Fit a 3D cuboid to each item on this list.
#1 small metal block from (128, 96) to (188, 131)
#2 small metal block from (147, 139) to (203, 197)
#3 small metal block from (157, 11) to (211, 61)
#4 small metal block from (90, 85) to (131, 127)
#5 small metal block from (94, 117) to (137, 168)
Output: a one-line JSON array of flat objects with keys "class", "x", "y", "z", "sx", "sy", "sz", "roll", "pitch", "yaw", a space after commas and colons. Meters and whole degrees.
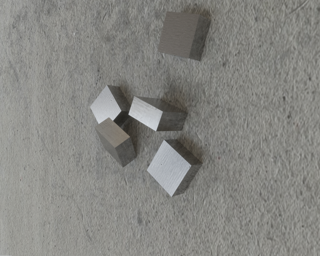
[{"class": "small metal block", "x": -0.002, "y": -0.018, "z": 0.390, "sx": 0.050, "sy": 0.050, "sz": 0.025, "roll": 31, "pitch": 109, "yaw": 36}, {"class": "small metal block", "x": 0.018, "y": 0.049, "z": 0.390, "sx": 0.050, "sy": 0.025, "sz": 0.050, "roll": 43, "pitch": 116, "yaw": 31}, {"class": "small metal block", "x": 0.029, "y": -0.113, "z": 0.381, "sx": 0.050, "sy": 0.025, "sz": 0.050, "roll": 23, "pitch": 104, "yaw": 37}, {"class": "small metal block", "x": -0.073, "y": -0.028, "z": 0.465, "sx": 0.050, "sy": 0.025, "sz": 0.050, "roll": -45, "pitch": 63, "yaw": 30}, {"class": "small metal block", "x": -0.062, "y": 0.021, "z": 0.439, "sx": 0.050, "sy": 0.025, "sz": 0.050, "roll": 40, "pitch": 157, "yaw": 32}]
